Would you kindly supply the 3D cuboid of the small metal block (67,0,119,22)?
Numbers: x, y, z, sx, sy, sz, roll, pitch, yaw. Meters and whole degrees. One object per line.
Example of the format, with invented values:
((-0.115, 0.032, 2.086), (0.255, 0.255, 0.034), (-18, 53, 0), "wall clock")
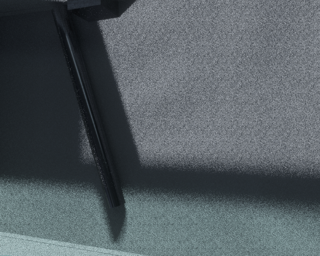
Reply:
((-0.091, -0.170, 0.428), (0.050, 0.050, 0.025), (-1, 90, 19), "small metal block")

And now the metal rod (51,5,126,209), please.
((-0.104, -0.034, 0.445), (0.025, 0.025, 0.299), (-19, 84, 18), "metal rod")
